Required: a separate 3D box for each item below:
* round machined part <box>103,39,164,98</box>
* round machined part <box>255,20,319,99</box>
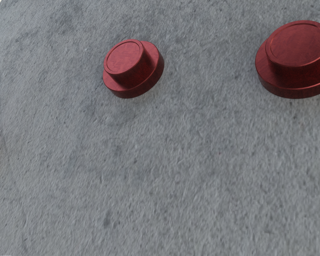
[{"bbox_3d":[-0.047,-0.097,0.475,0.098,0.042,0.098,-13,56,20],"label":"round machined part"},{"bbox_3d":[0.161,-0.086,0.361,0.098,0.042,0.098,-13,56,20],"label":"round machined part"}]
